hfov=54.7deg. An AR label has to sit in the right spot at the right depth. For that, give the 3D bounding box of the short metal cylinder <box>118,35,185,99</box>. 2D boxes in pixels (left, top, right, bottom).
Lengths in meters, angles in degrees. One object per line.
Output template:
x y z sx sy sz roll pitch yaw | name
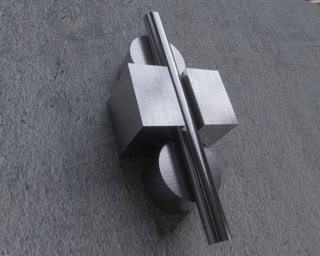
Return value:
-0.012 -0.082 0.432 0.081 0.050 0.080 14 56 -21 | short metal cylinder

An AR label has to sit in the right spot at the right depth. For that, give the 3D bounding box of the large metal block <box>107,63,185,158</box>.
-0.021 -0.019 0.370 0.050 0.080 0.080 -1 62 -29 | large metal block

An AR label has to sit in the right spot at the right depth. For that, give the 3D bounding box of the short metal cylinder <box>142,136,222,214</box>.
0.025 0.057 0.369 0.081 0.050 0.080 14 56 -21 | short metal cylinder

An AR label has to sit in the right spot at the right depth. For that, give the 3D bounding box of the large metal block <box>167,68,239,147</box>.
0.047 -0.021 0.407 0.050 0.080 0.080 -1 62 -29 | large metal block

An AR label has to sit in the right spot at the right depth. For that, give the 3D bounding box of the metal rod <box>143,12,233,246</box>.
0.024 -0.019 0.365 0.025 0.025 0.299 -1 62 -29 | metal rod
